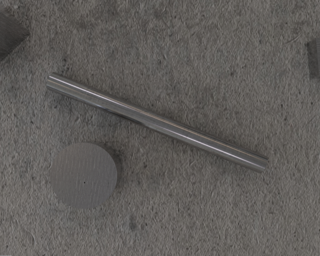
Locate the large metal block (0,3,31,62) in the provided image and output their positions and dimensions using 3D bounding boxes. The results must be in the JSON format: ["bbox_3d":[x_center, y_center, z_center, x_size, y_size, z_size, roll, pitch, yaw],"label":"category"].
[{"bbox_3d":[-0.222,-0.119,0.381,0.080,0.080,0.050,-43,90,0],"label":"large metal block"}]

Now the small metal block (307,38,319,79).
[{"bbox_3d":[0.228,-0.094,0.412,0.050,0.025,0.050,-5,90,0],"label":"small metal block"}]

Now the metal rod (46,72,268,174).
[{"bbox_3d":[-0.003,-0.007,0.409,0.301,0.025,0.025,22,90,0],"label":"metal rod"}]

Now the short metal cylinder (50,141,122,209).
[{"bbox_3d":[-0.092,0.057,0.397,0.081,0.050,0.080,0,90,0],"label":"short metal cylinder"}]
